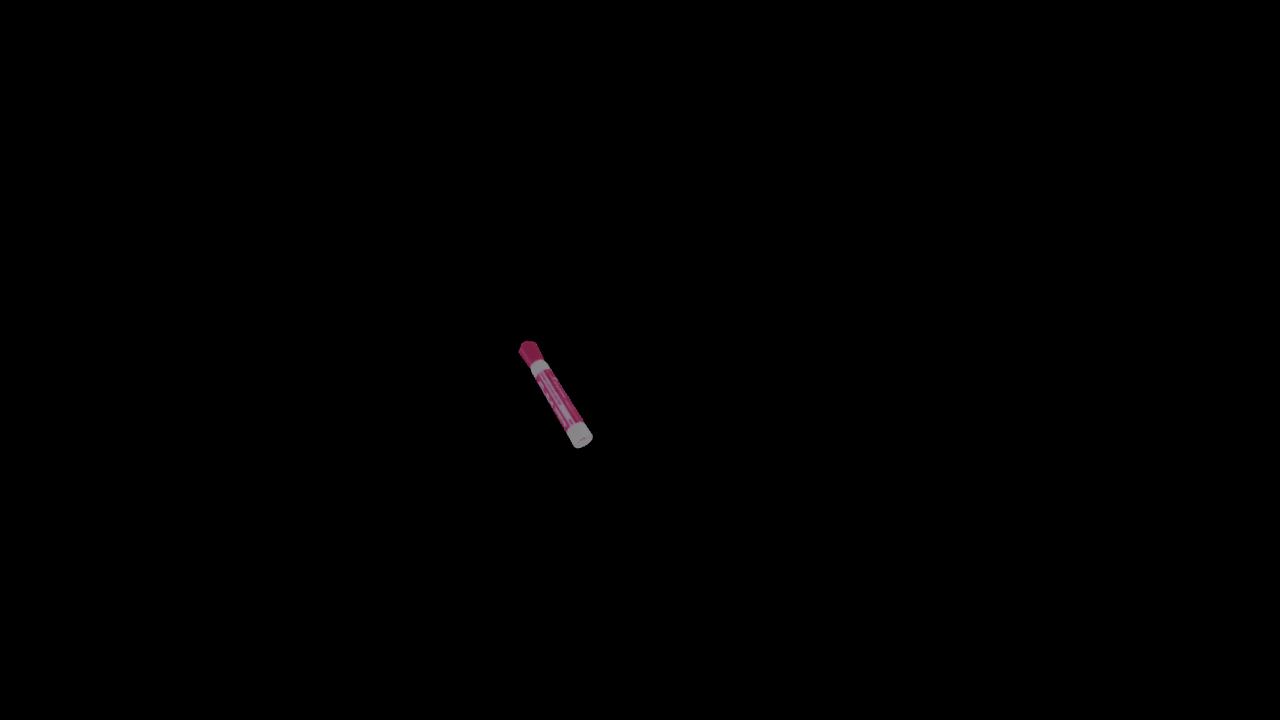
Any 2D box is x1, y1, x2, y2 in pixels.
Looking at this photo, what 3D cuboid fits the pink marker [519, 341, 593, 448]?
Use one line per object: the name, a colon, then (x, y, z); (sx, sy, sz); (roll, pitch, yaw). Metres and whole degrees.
pink marker: (-0.079, 0.028, 0.559); (0.020, 0.121, 0.020); (-26, -30, -17)
